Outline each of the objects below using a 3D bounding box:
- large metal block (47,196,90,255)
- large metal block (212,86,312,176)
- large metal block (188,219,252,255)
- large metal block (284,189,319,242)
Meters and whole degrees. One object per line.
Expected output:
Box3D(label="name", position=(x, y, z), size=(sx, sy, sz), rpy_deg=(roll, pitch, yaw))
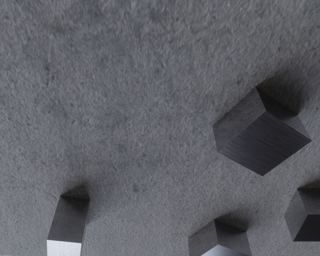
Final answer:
Box3D(label="large metal block", position=(-0.151, 0.173, 0.516), size=(0.050, 0.080, 0.079), rpy_deg=(9, 130, -8))
Box3D(label="large metal block", position=(0.128, 0.007, 0.399), size=(0.080, 0.050, 0.080), rpy_deg=(28, 125, -22))
Box3D(label="large metal block", position=(0.111, 0.225, 0.584), size=(0.080, 0.050, 0.080), rpy_deg=(27, 125, -21))
Box3D(label="large metal block", position=(0.267, 0.147, 0.520), size=(0.081, 0.050, 0.079), rpy_deg=(0, 130, -1))
